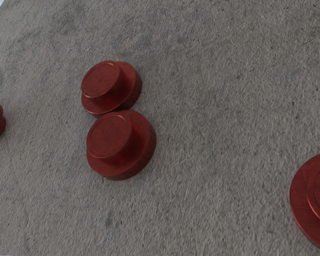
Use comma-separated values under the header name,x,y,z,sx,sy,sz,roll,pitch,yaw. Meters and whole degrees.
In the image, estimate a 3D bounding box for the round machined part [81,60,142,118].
name,x,y,z,sx,sy,sz,roll,pitch,yaw
round machined part,-0.081,-0.064,0.475,0.098,0.042,0.098,-13,56,21

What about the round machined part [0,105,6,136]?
name,x,y,z,sx,sy,sz,roll,pitch,yaw
round machined part,-0.325,-0.004,0.567,0.098,0.042,0.098,-13,56,21

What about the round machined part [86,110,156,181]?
name,x,y,z,sx,sy,sz,roll,pitch,yaw
round machined part,-0.058,0.017,0.413,0.098,0.042,0.098,-13,56,21

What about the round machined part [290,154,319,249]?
name,x,y,z,sx,sy,sz,roll,pitch,yaw
round machined part,0.165,0.062,0.268,0.098,0.042,0.098,-13,56,21
